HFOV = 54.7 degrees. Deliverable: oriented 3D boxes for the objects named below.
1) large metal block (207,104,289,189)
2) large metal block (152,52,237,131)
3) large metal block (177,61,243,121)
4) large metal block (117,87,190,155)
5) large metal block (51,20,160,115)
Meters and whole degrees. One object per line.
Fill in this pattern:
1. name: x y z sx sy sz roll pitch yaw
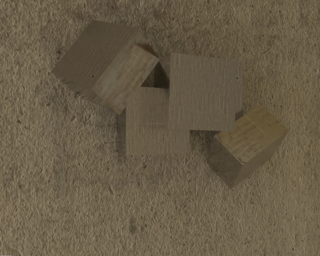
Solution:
1. large metal block: 0.115 0.027 0.418 0.080 0.080 0.050 -33 63 -17
2. large metal block: 0.039 -0.037 0.357 0.081 0.050 0.079 2 89 -20
3. large metal block: 0.065 -0.049 0.423 0.081 0.050 0.079 0 90 -21
4. large metal block: -0.010 -0.008 0.392 0.081 0.050 0.079 0 90 -21
5. large metal block: -0.062 -0.071 0.351 0.080 0.080 0.050 -56 140 -12
